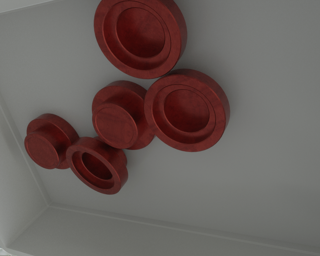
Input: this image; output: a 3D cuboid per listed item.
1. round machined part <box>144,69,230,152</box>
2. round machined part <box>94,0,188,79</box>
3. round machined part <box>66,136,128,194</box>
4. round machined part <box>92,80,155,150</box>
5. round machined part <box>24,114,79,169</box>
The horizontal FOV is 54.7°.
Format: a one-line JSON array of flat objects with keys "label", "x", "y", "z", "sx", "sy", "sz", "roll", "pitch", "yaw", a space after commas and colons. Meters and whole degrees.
[{"label": "round machined part", "x": 0.034, "y": -0.024, "z": 0.364, "sx": 0.098, "sy": 0.042, "sz": 0.097, "roll": 13, "pitch": 124, "yaw": 20}, {"label": "round machined part", "x": -0.017, "y": -0.105, "z": 0.333, "sx": 0.098, "sy": 0.042, "sz": 0.097, "roll": 14, "pitch": 134, "yaw": 15}, {"label": "round machined part", "x": -0.089, "y": 0.051, "z": 0.468, "sx": 0.098, "sy": 0.042, "sz": 0.097, "roll": 19, "pitch": 135, "yaw": 21}, {"label": "round machined part", "x": -0.051, "y": -0.011, "z": 0.416, "sx": 0.098, "sy": 0.042, "sz": 0.097, "roll": 13, "pitch": 124, "yaw": 20}, {"label": "round machined part", "x": -0.181, "y": 0.029, "z": 0.508, "sx": 0.098, "sy": 0.042, "sz": 0.097, "roll": 13, "pitch": 124, "yaw": 20}]
